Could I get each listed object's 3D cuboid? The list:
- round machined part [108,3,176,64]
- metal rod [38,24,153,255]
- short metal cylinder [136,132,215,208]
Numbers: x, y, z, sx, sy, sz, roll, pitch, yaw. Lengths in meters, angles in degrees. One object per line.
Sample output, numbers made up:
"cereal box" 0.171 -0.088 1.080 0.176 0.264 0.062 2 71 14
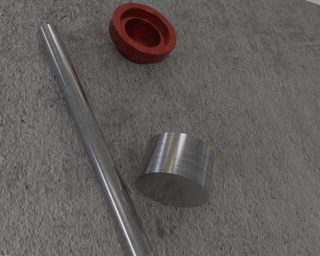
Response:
"round machined part" -0.029 -0.134 0.459 0.099 0.042 0.098 14 56 -21
"metal rod" -0.082 0.002 0.357 0.025 0.025 0.299 -14 69 -34
"short metal cylinder" 0.018 0.049 0.348 0.080 0.080 0.050 25 53 -13
